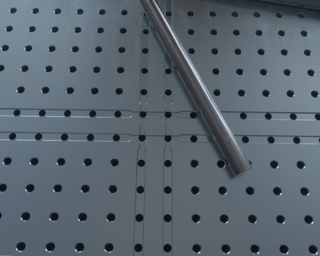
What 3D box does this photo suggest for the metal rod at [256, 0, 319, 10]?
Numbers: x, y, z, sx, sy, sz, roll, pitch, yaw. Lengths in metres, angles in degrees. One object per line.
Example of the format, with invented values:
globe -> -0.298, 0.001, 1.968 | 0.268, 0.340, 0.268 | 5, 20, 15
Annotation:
metal rod -> 0.169, -0.215, 0.492 | 0.302, 0.025, 0.025 | 11, 70, 3

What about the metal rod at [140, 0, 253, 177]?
metal rod -> 0.043, -0.072, 0.438 | 0.025, 0.025, 0.299 | -23, 72, -9
